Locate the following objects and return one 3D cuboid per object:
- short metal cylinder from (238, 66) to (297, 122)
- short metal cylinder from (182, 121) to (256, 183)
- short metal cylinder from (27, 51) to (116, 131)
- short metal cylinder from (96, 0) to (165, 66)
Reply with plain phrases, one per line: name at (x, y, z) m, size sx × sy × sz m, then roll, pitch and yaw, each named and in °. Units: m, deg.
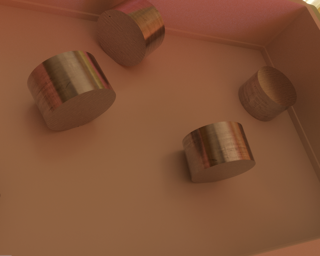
short metal cylinder at (0.182, -0.058, 0.526) m, size 0.081 × 0.050 × 0.080 m, roll 14°, pitch 56°, yaw -21°
short metal cylinder at (0.073, 0.033, 0.392) m, size 0.081 × 0.080 × 0.050 m, roll 1°, pitch 61°, yaw -28°
short metal cylinder at (-0.097, -0.040, 0.343) m, size 0.081 × 0.080 × 0.050 m, roll -21°, pitch 73°, yaw -36°
short metal cylinder at (-0.040, -0.134, 0.432) m, size 0.080 × 0.080 × 0.050 m, roll 41°, pitch 51°, yaw -1°
